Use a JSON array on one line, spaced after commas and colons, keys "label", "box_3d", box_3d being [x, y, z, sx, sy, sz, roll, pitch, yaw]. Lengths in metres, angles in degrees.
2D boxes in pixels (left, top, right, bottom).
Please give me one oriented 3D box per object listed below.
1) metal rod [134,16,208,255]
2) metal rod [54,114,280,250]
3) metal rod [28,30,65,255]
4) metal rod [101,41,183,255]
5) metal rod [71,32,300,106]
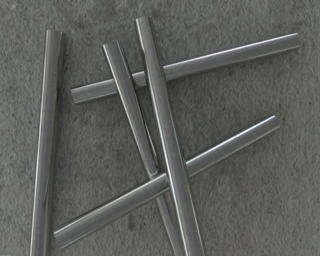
[{"label": "metal rod", "box_3d": [0.009, 0.005, 0.364, 0.025, 0.025, 0.299, -12, 76, 0]}, {"label": "metal rod", "box_3d": [0.020, 0.058, 0.377, 0.302, 0.025, 0.025, -26, 90, -14]}, {"label": "metal rod", "box_3d": [-0.149, 0.023, 0.408, 0.025, 0.025, 0.298, 4, 90, -1]}, {"label": "metal rod", "box_3d": [-0.013, 0.038, 0.394, 0.025, 0.025, 0.298, -18, 96, 0]}, {"label": "metal rod", "box_3d": [0.034, -0.079, 0.410, 0.302, 0.025, 0.025, -14, 90, -1]}]
